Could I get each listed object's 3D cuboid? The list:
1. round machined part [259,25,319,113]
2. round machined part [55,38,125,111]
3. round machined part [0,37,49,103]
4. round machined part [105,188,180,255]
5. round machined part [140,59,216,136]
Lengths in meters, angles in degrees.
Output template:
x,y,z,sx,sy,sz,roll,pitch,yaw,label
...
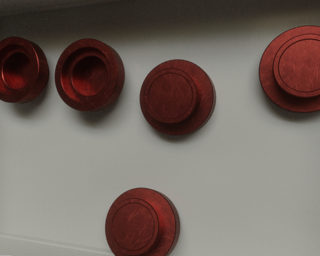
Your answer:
x,y,z,sx,sy,sz,roll,pitch,yaw,label
0.161,-0.066,0.345,0.098,0.042,0.097,0,90,19,round machined part
-0.093,-0.071,0.433,0.098,0.042,0.097,0,90,19,round machined part
-0.211,-0.086,0.474,0.098,0.042,0.097,0,90,19,round machined part
-0.027,0.126,0.397,0.098,0.042,0.098,-5,72,17,round machined part
0.019,-0.039,0.394,0.098,0.042,0.097,0,90,19,round machined part
